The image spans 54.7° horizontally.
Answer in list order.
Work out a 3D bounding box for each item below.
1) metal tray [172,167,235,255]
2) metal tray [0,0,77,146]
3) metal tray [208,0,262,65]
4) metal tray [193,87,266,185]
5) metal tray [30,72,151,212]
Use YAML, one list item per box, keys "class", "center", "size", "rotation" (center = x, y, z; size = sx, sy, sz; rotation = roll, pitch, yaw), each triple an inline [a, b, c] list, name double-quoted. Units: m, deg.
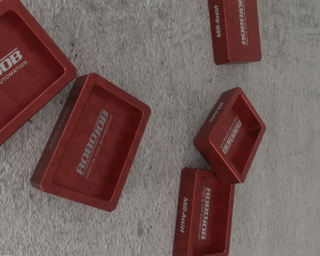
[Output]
- class: "metal tray"
  center: [0.068, 0.127, 0.457]
  size: [0.091, 0.030, 0.129]
  rotation: [11, 83, -39]
- class: "metal tray"
  center: [-0.150, -0.042, 0.274]
  size: [0.130, 0.030, 0.090]
  rotation: [-52, 120, -27]
- class: "metal tray"
  center: [0.122, -0.171, 0.503]
  size: [0.091, 0.030, 0.129]
  rotation: [-12, 98, -39]
- class: "metal tray"
  center: [0.110, 0.010, 0.470]
  size: [0.090, 0.030, 0.130]
  rotation: [52, 49, -18]
- class: "metal tray"
  center: [-0.070, 0.017, 0.341]
  size: [0.090, 0.030, 0.130]
  rotation: [31, 71, -36]
